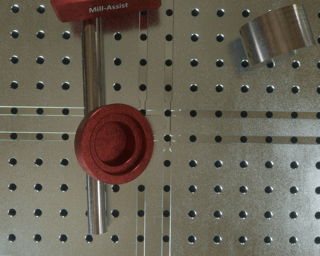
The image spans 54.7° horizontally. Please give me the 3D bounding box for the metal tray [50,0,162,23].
[{"bbox_3d":[-0.069,-0.187,0.393,0.131,0.030,0.090,-9,67,-1],"label":"metal tray"}]

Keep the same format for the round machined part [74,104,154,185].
[{"bbox_3d":[-0.060,0.020,0.389,0.099,0.042,0.097,1,88,-35],"label":"round machined part"}]

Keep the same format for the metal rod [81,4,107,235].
[{"bbox_3d":[-0.088,-0.011,0.412,0.025,0.025,0.298,-2,90,-1],"label":"metal rod"}]

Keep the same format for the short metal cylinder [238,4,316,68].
[{"bbox_3d":[0.145,-0.112,0.388,0.080,0.080,0.050,-17,90,0],"label":"short metal cylinder"}]
